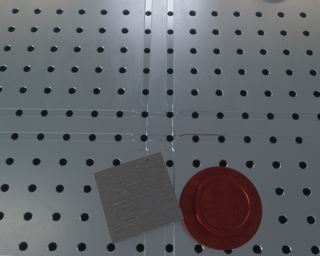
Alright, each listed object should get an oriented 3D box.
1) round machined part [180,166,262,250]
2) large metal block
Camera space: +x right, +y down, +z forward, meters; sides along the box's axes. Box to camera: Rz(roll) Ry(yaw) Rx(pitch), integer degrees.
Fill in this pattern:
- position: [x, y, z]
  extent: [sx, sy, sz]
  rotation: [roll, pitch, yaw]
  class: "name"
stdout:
- position: [0.073, 0.093, 0.369]
  extent: [0.099, 0.042, 0.098]
  rotation: [0, 70, 0]
  class: "round machined part"
- position: [-0.025, 0.083, 0.368]
  extent: [0.080, 0.050, 0.080]
  rotation: [-17, 71, -6]
  class: "large metal block"
